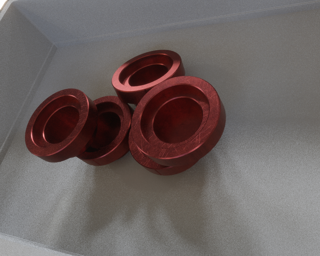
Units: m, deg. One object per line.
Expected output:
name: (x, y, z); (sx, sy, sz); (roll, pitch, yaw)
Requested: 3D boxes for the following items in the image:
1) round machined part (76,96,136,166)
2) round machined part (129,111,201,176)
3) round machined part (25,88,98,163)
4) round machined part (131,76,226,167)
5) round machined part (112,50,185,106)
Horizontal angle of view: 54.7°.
round machined part: (-0.073, 0.007, 0.427); (0.098, 0.042, 0.098); (-13, 56, 21)
round machined part: (0.015, 0.013, 0.378); (0.098, 0.042, 0.098); (-13, 56, 21)
round machined part: (-0.122, 0.000, 0.403); (0.098, 0.042, 0.098); (-13, 56, 21)
round machined part: (0.022, -0.004, 0.331); (0.098, 0.042, 0.098); (-13, 56, 21)
round machined part: (-0.013, -0.063, 0.426); (0.098, 0.042, 0.098); (-13, 39, 12)
